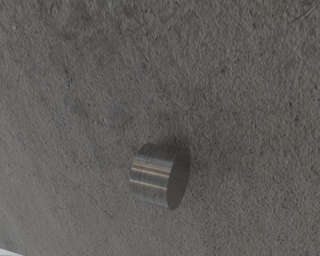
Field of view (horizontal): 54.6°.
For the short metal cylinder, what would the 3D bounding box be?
[{"bbox_3d":[0.002,0.063,0.409,0.050,0.080,0.080,9,123,23],"label":"short metal cylinder"}]
